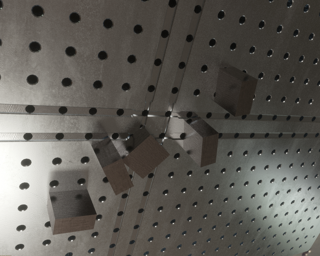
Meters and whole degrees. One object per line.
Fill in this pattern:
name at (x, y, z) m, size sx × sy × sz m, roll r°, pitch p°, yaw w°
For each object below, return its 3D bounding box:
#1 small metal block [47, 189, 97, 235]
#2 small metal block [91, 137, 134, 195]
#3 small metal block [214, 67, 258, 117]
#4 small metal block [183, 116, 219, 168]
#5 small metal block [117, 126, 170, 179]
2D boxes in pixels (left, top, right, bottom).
small metal block at (-0.115, 0.107, 0.399) m, size 0.050 × 0.050 × 0.025 m, roll 1°, pitch 118°, yaw -30°
small metal block at (-0.060, 0.048, 0.393) m, size 0.025 × 0.050 × 0.050 m, roll -26°, pitch 128°, yaw -12°
small metal block at (0.102, -0.050, 0.422) m, size 0.025 × 0.050 × 0.050 m, roll -10°, pitch 123°, yaw -23°
small metal block at (0.057, 0.019, 0.440) m, size 0.025 × 0.050 × 0.050 m, roll -14°, pitch 125°, yaw -21°
small metal block at (-0.023, 0.034, 0.421) m, size 0.050 × 0.025 × 0.050 m, roll -42°, pitch 130°, yaw 0°
